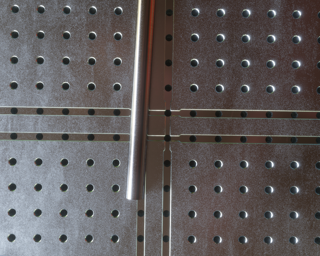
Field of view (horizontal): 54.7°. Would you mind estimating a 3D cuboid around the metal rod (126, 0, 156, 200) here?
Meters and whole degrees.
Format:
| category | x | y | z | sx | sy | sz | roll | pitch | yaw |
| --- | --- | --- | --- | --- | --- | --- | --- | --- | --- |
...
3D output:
| category | x | y | z | sx | sy | sz | roll | pitch | yaw |
| --- | --- | --- | --- | --- | --- | --- | --- | --- | --- |
| metal rod | -0.025 | -0.056 | 0.413 | 0.025 | 0.025 | 0.298 | 3 | 90 | -1 |
